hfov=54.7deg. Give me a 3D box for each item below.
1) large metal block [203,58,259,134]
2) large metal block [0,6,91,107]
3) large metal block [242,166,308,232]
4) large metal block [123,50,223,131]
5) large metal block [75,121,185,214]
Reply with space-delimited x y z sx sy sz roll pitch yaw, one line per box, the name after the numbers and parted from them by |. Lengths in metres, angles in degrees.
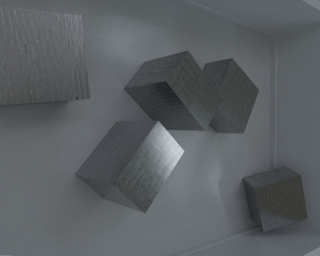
0.098 -0.046 0.472 0.080 0.050 0.080 38 67 -34 | large metal block
-0.118 -0.063 0.291 0.081 0.050 0.079 -9 96 -40 | large metal block
0.197 0.120 0.532 0.081 0.050 0.080 -15 101 -6 | large metal block
0.016 -0.042 0.384 0.080 0.080 0.050 49 61 -29 | large metal block
-0.034 0.038 0.342 0.050 0.080 0.080 50 61 -29 | large metal block
